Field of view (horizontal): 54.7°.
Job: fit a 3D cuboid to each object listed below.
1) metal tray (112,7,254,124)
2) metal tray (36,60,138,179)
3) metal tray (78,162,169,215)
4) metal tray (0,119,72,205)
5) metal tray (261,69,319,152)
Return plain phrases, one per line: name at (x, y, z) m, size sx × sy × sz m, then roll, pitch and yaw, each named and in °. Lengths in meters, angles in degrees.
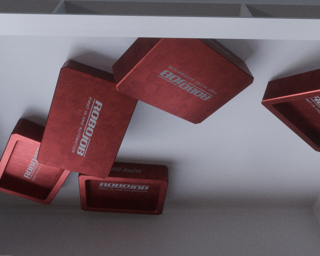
metal tray at (0.027, -0.057, 0.331) m, size 0.131 × 0.030 × 0.090 m, roll 21°, pitch 131°, yaw -41°
metal tray at (-0.088, -0.006, 0.378) m, size 0.091 × 0.030 × 0.129 m, roll 17°, pitch 113°, yaw -15°
metal tray at (-0.057, 0.096, 0.486) m, size 0.131 × 0.030 × 0.089 m, roll 5°, pitch 130°, yaw -5°
metal tray at (-0.180, 0.054, 0.449) m, size 0.090 × 0.030 × 0.129 m, roll 25°, pitch 126°, yaw -20°
metal tray at (0.196, -0.015, 0.364) m, size 0.130 × 0.030 × 0.090 m, roll 34°, pitch 159°, yaw -25°
